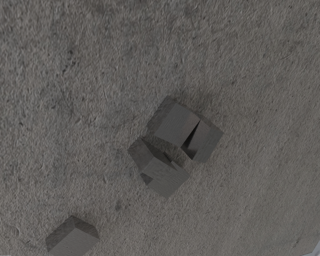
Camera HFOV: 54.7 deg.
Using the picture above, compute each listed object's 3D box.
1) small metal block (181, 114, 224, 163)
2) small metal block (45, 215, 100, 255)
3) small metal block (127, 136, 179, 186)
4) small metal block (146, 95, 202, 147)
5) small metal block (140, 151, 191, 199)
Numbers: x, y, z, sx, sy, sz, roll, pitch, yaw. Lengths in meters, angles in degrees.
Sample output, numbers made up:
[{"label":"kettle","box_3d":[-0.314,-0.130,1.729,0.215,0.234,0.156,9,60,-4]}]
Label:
[{"label":"small metal block","box_3d":[0.053,0.012,0.427,0.025,0.050,0.050,17,109,-35]},{"label":"small metal block","box_3d":[-0.123,0.157,0.437,0.050,0.025,0.050,-42,130,1]},{"label":"small metal block","box_3d":[-0.010,0.044,0.412,0.025,0.050,0.050,-49,129,6]},{"label":"small metal block","box_3d":[0.019,-0.008,0.412,0.050,0.025,0.050,26,104,-37]},{"label":"small metal block","box_3d":[0.008,0.070,0.455,0.050,0.025,0.050,-45,130,3]}]
